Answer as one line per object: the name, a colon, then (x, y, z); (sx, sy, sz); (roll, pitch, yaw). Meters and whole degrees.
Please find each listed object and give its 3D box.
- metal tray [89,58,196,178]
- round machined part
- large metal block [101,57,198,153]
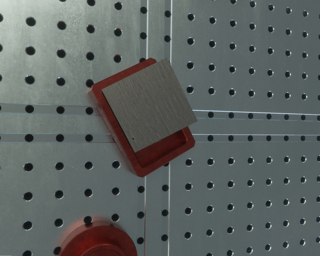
metal tray: (-0.021, -0.013, 0.402); (0.091, 0.030, 0.129); (-30, 100, -18)
round machined part: (-0.074, 0.168, 0.377); (0.099, 0.042, 0.097); (0, 90, -21)
large metal block: (-0.013, -0.028, 0.371); (0.080, 0.050, 0.080); (-27, 100, -2)
